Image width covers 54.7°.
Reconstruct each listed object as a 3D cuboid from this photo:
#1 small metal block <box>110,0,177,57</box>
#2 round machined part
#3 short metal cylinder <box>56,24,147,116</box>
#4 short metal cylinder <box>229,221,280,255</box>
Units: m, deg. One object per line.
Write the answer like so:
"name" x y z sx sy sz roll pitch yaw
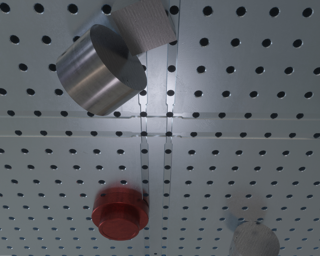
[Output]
"small metal block" -0.016 -0.109 0.319 0.050 0.025 0.050 -17 128 14
"round machined part" -0.069 0.159 0.535 0.099 0.042 0.097 0 130 0
"short metal cylinder" -0.059 -0.059 0.324 0.050 0.080 0.080 -33 123 24
"short metal cylinder" 0.170 0.219 0.564 0.081 0.080 0.050 1 130 -1
